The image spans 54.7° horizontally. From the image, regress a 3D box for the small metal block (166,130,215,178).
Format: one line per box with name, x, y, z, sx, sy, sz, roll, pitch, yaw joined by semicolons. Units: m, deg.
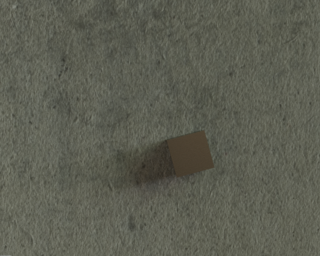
small metal block;0.039;0.033;0.411;0.050;0.025;0.050;-15;90;-1
